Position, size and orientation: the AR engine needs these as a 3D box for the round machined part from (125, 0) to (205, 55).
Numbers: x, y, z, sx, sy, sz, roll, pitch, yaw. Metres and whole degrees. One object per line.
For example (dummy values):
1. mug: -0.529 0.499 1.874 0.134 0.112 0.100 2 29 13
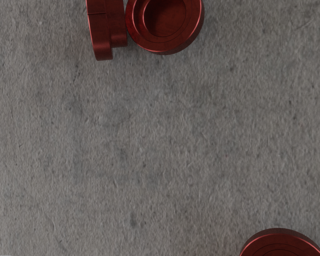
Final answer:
1. round machined part: 0.009 -0.142 0.396 0.098 0.042 0.097 0 90 19

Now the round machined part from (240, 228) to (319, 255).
1. round machined part: 0.139 0.162 0.351 0.098 0.042 0.097 0 90 19

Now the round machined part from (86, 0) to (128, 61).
1. round machined part: -0.066 -0.137 0.398 0.042 0.098 0.097 -7 88 -6
